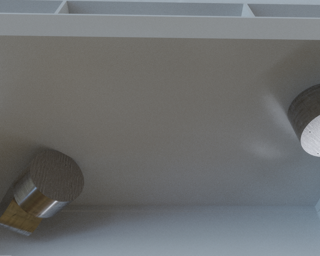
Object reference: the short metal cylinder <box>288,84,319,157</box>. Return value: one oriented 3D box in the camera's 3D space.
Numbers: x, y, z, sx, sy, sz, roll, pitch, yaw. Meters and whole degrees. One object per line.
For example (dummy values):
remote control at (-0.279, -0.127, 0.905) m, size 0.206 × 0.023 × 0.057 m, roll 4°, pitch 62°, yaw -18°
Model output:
short metal cylinder at (0.209, -0.010, 0.386) m, size 0.081 × 0.050 × 0.079 m, roll 0°, pitch 130°, yaw 0°

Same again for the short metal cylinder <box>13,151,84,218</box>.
short metal cylinder at (-0.156, 0.079, 0.439) m, size 0.080 × 0.080 × 0.050 m, roll 34°, pitch 122°, yaw -26°

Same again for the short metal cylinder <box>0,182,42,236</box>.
short metal cylinder at (-0.206, 0.116, 0.469) m, size 0.050 × 0.080 × 0.080 m, roll 34°, pitch 122°, yaw -25°
